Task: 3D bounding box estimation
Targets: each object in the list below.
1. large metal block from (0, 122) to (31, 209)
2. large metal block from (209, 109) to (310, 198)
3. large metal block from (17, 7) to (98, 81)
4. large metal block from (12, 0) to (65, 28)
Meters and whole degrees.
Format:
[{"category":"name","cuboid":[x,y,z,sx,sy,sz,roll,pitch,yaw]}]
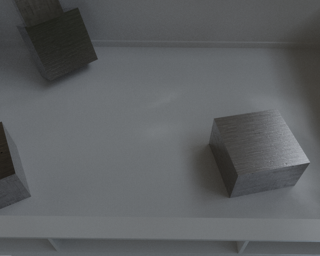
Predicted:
[{"category":"large metal block","cuboid":[-0.202,0.050,0.346,0.081,0.050,0.080,-22,54,-18]},{"category":"large metal block","cuboid":[0.111,0.028,0.366,0.081,0.050,0.080,-9,51,-8]},{"category":"large metal block","cuboid":[-0.153,-0.128,0.467,0.080,0.080,0.050,-32,33,-24]},{"category":"large metal block","cuboid":[-0.176,-0.186,0.415,0.050,0.080,0.080,-27,31,-16]}]
